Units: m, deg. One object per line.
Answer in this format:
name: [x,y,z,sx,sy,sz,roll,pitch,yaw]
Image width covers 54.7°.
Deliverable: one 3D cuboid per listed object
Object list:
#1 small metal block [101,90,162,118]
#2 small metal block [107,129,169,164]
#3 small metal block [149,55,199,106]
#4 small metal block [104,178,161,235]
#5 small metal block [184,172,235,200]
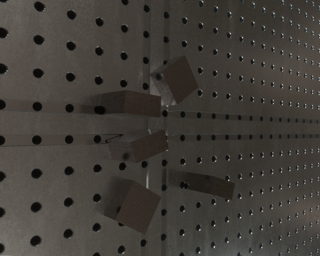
small metal block: [-0.034,-0.027,0.366,0.050,0.050,0.025,5,87,-40]
small metal block: [-0.027,0.020,0.372,0.050,0.050,0.025,-21,104,-38]
small metal block: [0.021,-0.066,0.428,0.050,0.025,0.050,-41,115,-33]
small metal block: [-0.033,0.097,0.384,0.050,0.025,0.050,39,66,-33]
small metal block: [0.073,0.086,0.457,0.050,0.050,0.025,23,76,-38]
